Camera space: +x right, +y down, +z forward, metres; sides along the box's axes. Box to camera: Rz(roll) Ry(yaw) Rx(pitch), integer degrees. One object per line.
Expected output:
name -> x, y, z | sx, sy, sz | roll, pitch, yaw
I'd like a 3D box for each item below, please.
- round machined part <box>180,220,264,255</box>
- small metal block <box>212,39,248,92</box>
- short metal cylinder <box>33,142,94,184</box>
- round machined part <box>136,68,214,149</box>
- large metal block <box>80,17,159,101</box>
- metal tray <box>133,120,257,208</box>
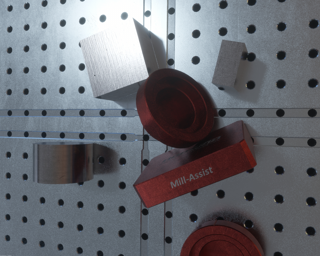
round machined part -> 0.077, 0.160, 0.376 | 0.098, 0.042, 0.097 | 0, 90, 20
small metal block -> 0.084, -0.073, 0.369 | 0.025, 0.050, 0.050 | 15, 95, 19
short metal cylinder -> -0.133, 0.046, 0.430 | 0.080, 0.080, 0.050 | 0, 90, 20
round machined part -> 0.014, -0.020, 0.377 | 0.042, 0.099, 0.098 | -38, 76, 49
large metal block -> -0.051, -0.089, 0.417 | 0.080, 0.050, 0.080 | -17, 84, 19
metal tray -> 0.042, 0.039, 0.360 | 0.130, 0.090, 0.030 | -25, 98, 18
